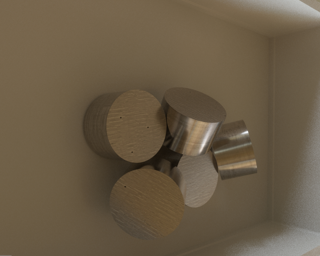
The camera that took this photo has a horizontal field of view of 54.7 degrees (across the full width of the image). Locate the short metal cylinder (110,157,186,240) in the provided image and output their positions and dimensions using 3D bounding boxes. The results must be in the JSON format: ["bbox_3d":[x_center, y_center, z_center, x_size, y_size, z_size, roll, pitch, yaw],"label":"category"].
[{"bbox_3d":[-0.011,0.078,0.353,0.050,0.080,0.079,-51,133,-79],"label":"short metal cylinder"}]

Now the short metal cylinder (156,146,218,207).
[{"bbox_3d":[0.033,0.062,0.418,0.081,0.050,0.079,0,90,-40],"label":"short metal cylinder"}]

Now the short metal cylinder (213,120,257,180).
[{"bbox_3d":[0.106,0.032,0.453,0.080,0.050,0.080,-15,91,-81],"label":"short metal cylinder"}]

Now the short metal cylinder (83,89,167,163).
[{"bbox_3d":[-0.039,-0.002,0.356,0.081,0.050,0.079,0,90,-40],"label":"short metal cylinder"}]

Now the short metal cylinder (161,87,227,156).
[{"bbox_3d":[0.036,-0.010,0.392,0.081,0.080,0.050,-11,133,-40],"label":"short metal cylinder"}]
